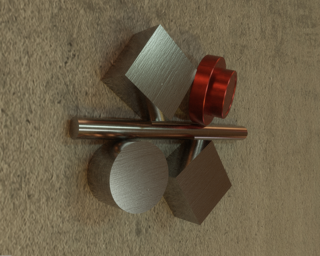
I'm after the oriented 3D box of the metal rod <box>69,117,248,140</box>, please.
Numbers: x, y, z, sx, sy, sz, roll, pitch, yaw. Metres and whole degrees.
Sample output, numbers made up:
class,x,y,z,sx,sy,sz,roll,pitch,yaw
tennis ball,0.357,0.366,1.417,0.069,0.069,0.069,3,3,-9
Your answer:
class,x,y,z,sx,sy,sz,roll,pitch,yaw
metal rod,0.023,0.004,0.429,0.302,0.025,0.025,2,89,-40

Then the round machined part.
class,x,y,z,sx,sy,sz,roll,pitch,yaw
round machined part,0.078,-0.050,0.432,0.098,0.042,0.097,15,91,-69

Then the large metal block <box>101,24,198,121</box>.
class,x,y,z,sx,sy,sz,roll,pitch,yaw
large metal block,-0.010,-0.064,0.380,0.080,0.050,0.080,44,63,-31

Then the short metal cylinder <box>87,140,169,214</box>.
class,x,y,z,sx,sy,sz,roll,pitch,yaw
short metal cylinder,-0.037,0.054,0.361,0.081,0.050,0.079,0,90,-40

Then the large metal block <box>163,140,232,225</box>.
class,x,y,z,sx,sy,sz,roll,pitch,yaw
large metal block,0.045,0.072,0.430,0.080,0.050,0.080,-41,115,-33
